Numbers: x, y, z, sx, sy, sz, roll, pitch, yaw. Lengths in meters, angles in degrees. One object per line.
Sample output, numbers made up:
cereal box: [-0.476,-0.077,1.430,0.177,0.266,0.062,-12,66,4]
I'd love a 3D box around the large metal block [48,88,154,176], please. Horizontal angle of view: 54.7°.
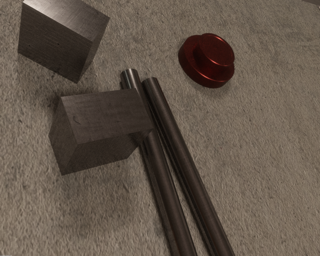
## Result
large metal block: [-0.066,0.004,0.331,0.081,0.080,0.050,-12,68,-34]

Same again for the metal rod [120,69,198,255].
metal rod: [0.001,0.057,0.370,0.025,0.025,0.299,-4,64,-31]

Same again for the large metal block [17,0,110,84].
large metal block: [-0.118,-0.112,0.374,0.080,0.080,0.050,28,52,-11]

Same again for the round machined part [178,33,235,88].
round machined part: [0.083,-0.117,0.512,0.099,0.042,0.098,14,56,-21]

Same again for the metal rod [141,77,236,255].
metal rod: [0.039,0.066,0.386,0.025,0.025,0.299,-10,67,-33]
